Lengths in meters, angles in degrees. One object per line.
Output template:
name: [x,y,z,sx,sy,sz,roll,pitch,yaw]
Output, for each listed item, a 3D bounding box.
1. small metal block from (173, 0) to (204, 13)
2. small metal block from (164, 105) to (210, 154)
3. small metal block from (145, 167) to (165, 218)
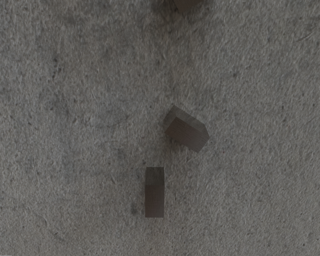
small metal block: [0.033,-0.165,0.349,0.050,0.025,0.050,-27,108,9]
small metal block: [0.033,0.000,0.397,0.050,0.050,0.025,32,107,-12]
small metal block: [-0.007,0.088,0.429,0.025,0.050,0.050,0,110,-1]
